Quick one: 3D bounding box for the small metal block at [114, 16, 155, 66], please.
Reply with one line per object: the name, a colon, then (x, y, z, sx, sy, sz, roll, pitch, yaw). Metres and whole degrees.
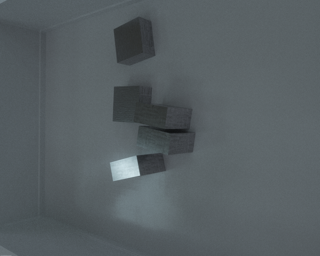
small metal block: (-0.036, -0.120, 0.435, 0.050, 0.025, 0.050, -11, 83, 39)

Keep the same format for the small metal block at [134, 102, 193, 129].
small metal block: (0.004, -0.016, 0.385, 0.050, 0.050, 0.025, 13, 98, 39)

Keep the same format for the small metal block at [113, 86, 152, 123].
small metal block: (-0.039, -0.033, 0.437, 0.050, 0.025, 0.050, 4, 93, 39)

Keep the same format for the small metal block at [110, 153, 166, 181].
small metal block: (-0.029, 0.052, 0.413, 0.050, 0.050, 0.025, -18, 79, 38)

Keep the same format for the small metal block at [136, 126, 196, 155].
small metal block: (0.008, 0.014, 0.382, 0.050, 0.050, 0.025, 13, 99, 39)
